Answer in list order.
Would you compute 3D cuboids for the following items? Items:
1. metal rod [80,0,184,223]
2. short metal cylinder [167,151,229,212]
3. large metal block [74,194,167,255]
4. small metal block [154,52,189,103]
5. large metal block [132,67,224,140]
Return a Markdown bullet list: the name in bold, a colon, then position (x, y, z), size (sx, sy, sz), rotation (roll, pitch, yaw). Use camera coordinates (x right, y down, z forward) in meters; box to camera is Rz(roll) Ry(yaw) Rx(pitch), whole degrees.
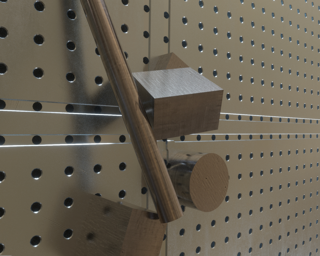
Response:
- **metal rod**: position (-0.039, -0.048, 0.325), size (0.025, 0.025, 0.299), rotation (-17, 85, -39)
- **short metal cylinder**: position (0.052, 0.074, 0.439), size (0.081, 0.050, 0.079), rotation (0, 90, -40)
- **large metal block**: position (-0.045, 0.123, 0.338), size (0.050, 0.080, 0.080), rotation (25, 74, -38)
- **small metal block**: position (0.017, -0.067, 0.426), size (0.050, 0.025, 0.050), rotation (34, 69, -35)
- **large metal block**: position (0.016, -0.032, 0.366), size (0.081, 0.080, 0.050), rotation (-9, 121, -20)
